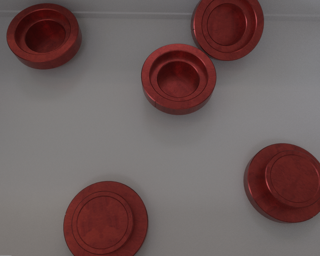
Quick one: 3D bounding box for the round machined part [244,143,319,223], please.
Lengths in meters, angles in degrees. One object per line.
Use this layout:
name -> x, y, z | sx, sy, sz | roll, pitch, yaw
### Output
round machined part -> 0.157, 0.065, 0.378 | 0.099, 0.042, 0.098 | 0, 70, 0

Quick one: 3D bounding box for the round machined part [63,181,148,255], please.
round machined part -> -0.063, 0.110, 0.360 | 0.099, 0.042, 0.098 | 0, 70, 0

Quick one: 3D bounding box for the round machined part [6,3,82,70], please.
round machined part -> -0.162, -0.126, 0.445 | 0.099, 0.042, 0.098 | 0, 70, 0

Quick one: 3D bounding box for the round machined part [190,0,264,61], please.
round machined part -> 0.091, -0.145, 0.438 | 0.099, 0.042, 0.097 | -2, 103, -7

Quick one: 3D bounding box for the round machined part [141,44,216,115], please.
round machined part -> 0.024, -0.062, 0.423 | 0.099, 0.042, 0.098 | 0, 70, 0
